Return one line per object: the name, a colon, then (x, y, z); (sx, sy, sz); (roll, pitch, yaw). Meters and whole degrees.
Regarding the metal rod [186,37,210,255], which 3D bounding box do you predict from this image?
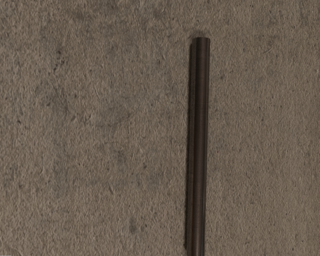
metal rod: (0.053, 0.026, 0.430); (0.025, 0.025, 0.298); (2, 90, -20)
